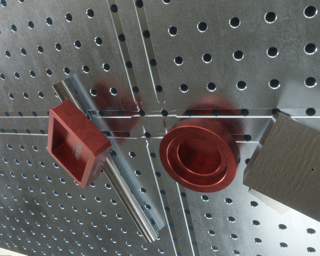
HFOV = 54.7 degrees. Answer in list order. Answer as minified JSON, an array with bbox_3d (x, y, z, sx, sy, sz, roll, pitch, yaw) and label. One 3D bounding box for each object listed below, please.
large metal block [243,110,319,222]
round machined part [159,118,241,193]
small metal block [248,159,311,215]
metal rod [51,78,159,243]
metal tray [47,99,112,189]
[{"bbox_3d":[0.143,0.036,0.324,0.080,0.050,0.080,26,103,11],"label":"large metal block"},{"bbox_3d":[0.052,0.030,0.391,0.098,0.042,0.097,13,124,20],"label":"round machined part"},{"bbox_3d":[0.146,0.071,0.378,0.050,0.025,0.050,35,129,4],"label":"small metal block"},{"bbox_3d":[-0.079,0.061,0.488,0.025,0.025,0.299,-15,111,34],"label":"metal rod"},{"bbox_3d":[-0.124,0.029,0.458,0.090,0.030,0.129,44,145,9],"label":"metal tray"}]
